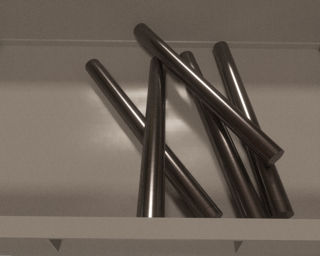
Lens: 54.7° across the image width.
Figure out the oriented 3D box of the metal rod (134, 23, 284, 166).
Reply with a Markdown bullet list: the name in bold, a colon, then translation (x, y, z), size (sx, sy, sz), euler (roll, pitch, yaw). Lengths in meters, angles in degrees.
- **metal rod**: translation (0.048, -0.063, 0.424), size (0.025, 0.025, 0.300), euler (-26, 55, -20)

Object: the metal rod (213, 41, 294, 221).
- **metal rod**: translation (0.116, -0.021, 0.423), size (0.025, 0.025, 0.300), euler (-4, 50, -4)

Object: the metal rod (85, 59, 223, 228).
- **metal rod**: translation (-0.025, 0.000, 0.404), size (0.025, 0.025, 0.300), euler (-26, 55, -20)

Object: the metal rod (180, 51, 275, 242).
- **metal rod**: translation (0.073, -0.002, 0.407), size (0.025, 0.025, 0.300), euler (-9, 51, -8)

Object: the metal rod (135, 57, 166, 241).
- **metal rod**: translation (-0.006, -0.007, 0.378), size (0.025, 0.025, 0.300), euler (1, 40, 0)
